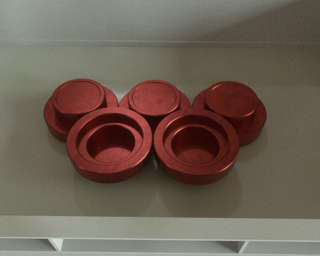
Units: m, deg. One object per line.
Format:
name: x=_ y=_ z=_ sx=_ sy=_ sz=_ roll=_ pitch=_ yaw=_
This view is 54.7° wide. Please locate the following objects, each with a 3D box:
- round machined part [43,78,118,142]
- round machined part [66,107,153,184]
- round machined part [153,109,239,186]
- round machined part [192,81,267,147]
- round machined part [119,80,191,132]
round machined part: x=-0.105 y=-0.029 z=0.414 sx=0.099 sy=0.042 sz=0.098 roll=1 pitch=49 yaw=-1
round machined part: x=-0.057 y=0.024 z=0.371 sx=0.099 sy=0.042 sz=0.098 roll=0 pitch=50 yaw=0
round machined part: x=0.041 y=0.026 z=0.370 sx=0.099 sy=0.042 sz=0.098 roll=0 pitch=50 yaw=0
round machined part: x=0.092 y=-0.025 z=0.412 sx=0.099 sy=0.042 sz=0.098 roll=0 pitch=49 yaw=0
round machined part: x=-0.007 y=-0.027 z=0.414 sx=0.099 sy=0.042 sz=0.098 roll=0 pitch=49 yaw=0
